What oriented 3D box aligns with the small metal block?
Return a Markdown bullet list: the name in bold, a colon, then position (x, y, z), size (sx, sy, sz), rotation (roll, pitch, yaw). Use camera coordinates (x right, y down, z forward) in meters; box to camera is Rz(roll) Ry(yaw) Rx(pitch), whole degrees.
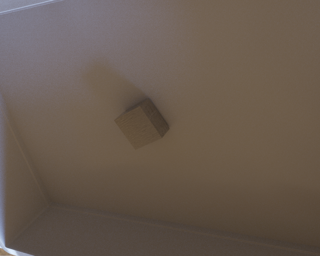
- **small metal block**: position (-0.024, -0.005, 0.413), size (0.050, 0.025, 0.050), rotation (-26, 105, 36)
